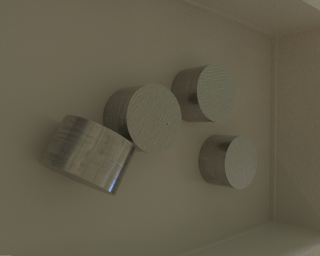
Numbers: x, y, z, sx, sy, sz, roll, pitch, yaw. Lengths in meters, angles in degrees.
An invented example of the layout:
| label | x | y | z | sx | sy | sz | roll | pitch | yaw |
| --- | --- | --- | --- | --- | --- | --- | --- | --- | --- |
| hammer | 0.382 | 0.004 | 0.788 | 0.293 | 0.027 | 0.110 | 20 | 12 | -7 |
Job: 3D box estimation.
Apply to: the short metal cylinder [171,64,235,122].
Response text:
| label | x | y | z | sx | sy | sz | roll | pitch | yaw |
| --- | --- | --- | --- | --- | --- | --- | --- | --- | --- |
| short metal cylinder | 0.062 | -0.048 | 0.442 | 0.081 | 0.050 | 0.080 | 0 | 90 | -40 |

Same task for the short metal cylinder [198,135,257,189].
| label | x | y | z | sx | sy | sz | roll | pitch | yaw |
| --- | --- | --- | --- | --- | --- | --- | --- | --- | --- |
| short metal cylinder | 0.106 | 0.051 | 0.479 | 0.081 | 0.050 | 0.080 | 0 | 90 | -40 |

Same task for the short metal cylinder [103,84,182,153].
| label | x | y | z | sx | sy | sz | roll | pitch | yaw |
| --- | --- | --- | --- | --- | --- | --- | --- | --- | --- |
| short metal cylinder | -0.021 | -0.011 | 0.373 | 0.081 | 0.050 | 0.080 | 0 | 90 | -40 |

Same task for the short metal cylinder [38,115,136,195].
| label | x | y | z | sx | sy | sz | roll | pitch | yaw |
| --- | --- | --- | --- | --- | --- | --- | --- | --- | --- |
| short metal cylinder | -0.071 | 0.029 | 0.311 | 0.080 | 0.080 | 0.050 | 36 | 68 | -34 |
